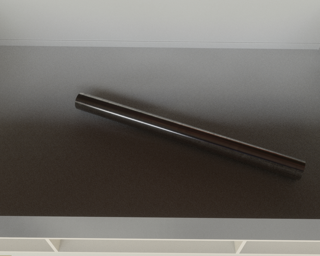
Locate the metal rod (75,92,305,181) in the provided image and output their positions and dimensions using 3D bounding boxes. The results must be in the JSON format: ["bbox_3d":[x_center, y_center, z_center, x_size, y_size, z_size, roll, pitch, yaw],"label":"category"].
[{"bbox_3d":[0.027,0.006,0.400,0.301,0.025,0.025,18,52,14],"label":"metal rod"}]
